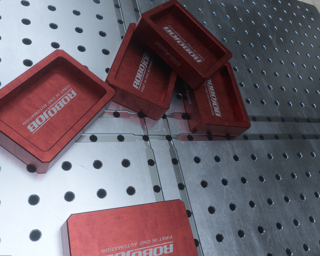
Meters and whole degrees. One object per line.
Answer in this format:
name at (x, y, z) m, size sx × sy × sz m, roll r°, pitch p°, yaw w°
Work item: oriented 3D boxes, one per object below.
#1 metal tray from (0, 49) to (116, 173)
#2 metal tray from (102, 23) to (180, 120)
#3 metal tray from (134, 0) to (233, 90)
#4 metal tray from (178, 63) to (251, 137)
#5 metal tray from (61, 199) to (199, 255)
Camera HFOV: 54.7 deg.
metal tray at (-0.123, -0.025, 0.353) m, size 0.090 × 0.030 × 0.130 m, roll 38°, pitch 51°, yaw -3°
metal tray at (-0.022, -0.084, 0.445) m, size 0.090 × 0.030 × 0.130 m, roll 24°, pitch 53°, yaw -14°
metal tray at (0.037, -0.128, 0.465) m, size 0.130 × 0.030 × 0.090 m, roll 45°, pitch 51°, yaw 3°
metal tray at (0.081, -0.053, 0.482) m, size 0.091 × 0.030 × 0.130 m, roll 4°, pitch 60°, yaw -27°
metal tray at (-0.027, 0.127, 0.314) m, size 0.131 × 0.030 × 0.090 m, roll 0°, pitch 62°, yaw -29°
